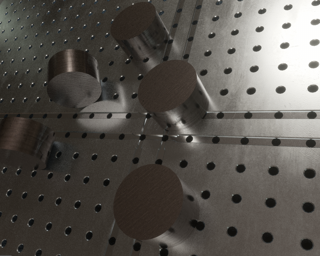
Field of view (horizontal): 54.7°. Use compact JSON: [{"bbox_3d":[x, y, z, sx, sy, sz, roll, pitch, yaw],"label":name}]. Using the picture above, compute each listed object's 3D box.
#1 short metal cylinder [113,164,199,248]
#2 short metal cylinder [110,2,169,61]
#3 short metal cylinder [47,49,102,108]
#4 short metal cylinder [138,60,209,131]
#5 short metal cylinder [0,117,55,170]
[{"bbox_3d":[-0.003,0.086,0.340,0.080,0.050,0.080,-13,56,20],"label":"short metal cylinder"},{"bbox_3d":[-0.032,-0.156,0.504,0.080,0.050,0.080,-13,56,20],"label":"short metal cylinder"},{"bbox_3d":[-0.135,-0.077,0.489,0.080,0.080,0.050,-23,54,14],"label":"short metal cylinder"},{"bbox_3d":[0.018,-0.042,0.407,0.080,0.050,0.080,-13,56,20],"label":"short metal cylinder"},{"bbox_3d":[-0.204,0.025,0.462,0.080,0.080,0.050,-6,59,25],"label":"short metal cylinder"}]
